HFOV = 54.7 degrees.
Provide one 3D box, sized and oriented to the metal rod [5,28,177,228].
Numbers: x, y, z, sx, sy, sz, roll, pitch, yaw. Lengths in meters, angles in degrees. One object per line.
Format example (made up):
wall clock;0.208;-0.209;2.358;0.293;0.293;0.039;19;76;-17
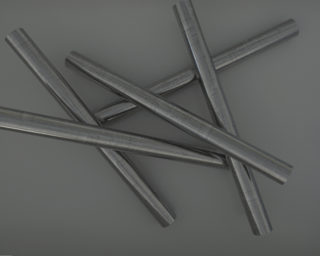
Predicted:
metal rod;-0.079;0.007;0.387;0.025;0.025;0.300;-38;100;0

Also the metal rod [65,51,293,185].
metal rod;0.013;-0.018;0.375;0.301;0.025;0.025;29;90;11

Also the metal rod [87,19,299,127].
metal rod;0.041;-0.069;0.411;0.301;0.025;0.025;-25;90;0

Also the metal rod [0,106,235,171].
metal rod;-0.039;0.017;0.372;0.302;0.025;0.025;12;90;-16

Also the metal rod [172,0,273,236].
metal rod;0.077;-0.013;0.385;0.025;0.025;0.299;-20;90;0
